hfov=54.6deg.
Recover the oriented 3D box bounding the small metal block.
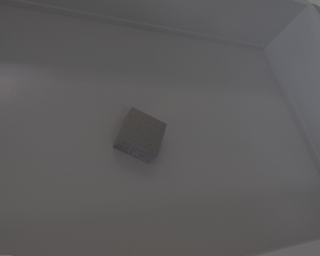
[{"bbox_3d":[-0.024,0.009,0.387,0.050,0.025,0.050,26,53,-12],"label":"small metal block"}]
